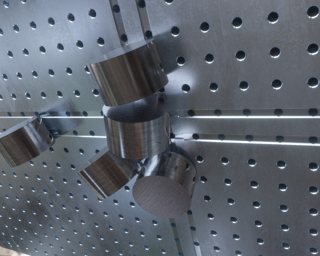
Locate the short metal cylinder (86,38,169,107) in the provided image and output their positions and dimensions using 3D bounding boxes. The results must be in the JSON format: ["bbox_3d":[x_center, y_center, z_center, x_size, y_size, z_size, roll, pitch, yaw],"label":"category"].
[{"bbox_3d":[-0.036,-0.065,0.355,0.080,0.080,0.050,-7,115,31],"label":"short metal cylinder"}]

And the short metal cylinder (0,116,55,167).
[{"bbox_3d":[-0.220,0.020,0.504,0.080,0.080,0.050,-14,111,34],"label":"short metal cylinder"}]

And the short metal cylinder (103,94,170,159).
[{"bbox_3d":[-0.028,-0.005,0.388,0.080,0.080,0.050,12,124,21],"label":"short metal cylinder"}]

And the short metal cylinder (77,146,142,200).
[{"bbox_3d":[-0.072,0.057,0.449,0.080,0.080,0.050,-31,101,38],"label":"short metal cylinder"}]

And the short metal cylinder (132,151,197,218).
[{"bbox_3d":[0.008,0.079,0.431,0.080,0.050,0.079,8,126,11],"label":"short metal cylinder"}]
